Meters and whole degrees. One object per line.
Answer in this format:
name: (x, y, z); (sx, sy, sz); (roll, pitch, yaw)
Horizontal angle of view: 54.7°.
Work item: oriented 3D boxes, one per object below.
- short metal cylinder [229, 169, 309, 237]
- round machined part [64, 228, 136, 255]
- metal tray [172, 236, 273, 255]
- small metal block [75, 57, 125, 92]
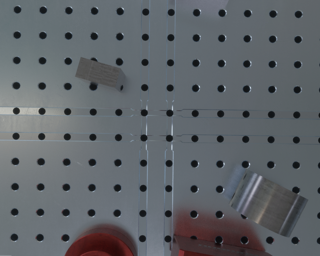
short metal cylinder: (0.134, 0.092, 0.387); (0.080, 0.080, 0.050); (27, 90, 0)
round machined part: (-0.080, 0.186, 0.404); (0.099, 0.042, 0.097); (0, 90, 0)
metal tray: (0.082, 0.166, 0.379); (0.131, 0.090, 0.030); (11, 81, 0)
small metal block: (-0.075, -0.067, 0.400); (0.050, 0.050, 0.025); (16, 90, 0)
